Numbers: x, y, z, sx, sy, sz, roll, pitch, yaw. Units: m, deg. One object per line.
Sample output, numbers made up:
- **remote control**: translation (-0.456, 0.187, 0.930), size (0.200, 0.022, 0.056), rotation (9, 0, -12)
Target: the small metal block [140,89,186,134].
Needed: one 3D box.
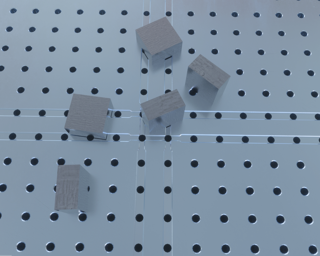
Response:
- **small metal block**: translation (0.004, -0.021, 0.406), size (0.050, 0.050, 0.025), rotation (-23, 72, -9)

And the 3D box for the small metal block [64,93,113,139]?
- **small metal block**: translation (-0.095, -0.015, 0.416), size (0.050, 0.025, 0.050), rotation (8, 70, 2)

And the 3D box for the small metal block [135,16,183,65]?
- **small metal block**: translation (-0.002, -0.130, 0.459), size (0.050, 0.025, 0.050), rotation (-27, 73, -10)

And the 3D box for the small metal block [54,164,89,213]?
- **small metal block**: translation (-0.104, 0.074, 0.370), size (0.025, 0.050, 0.050), rotation (-2, 70, -1)

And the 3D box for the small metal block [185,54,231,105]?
- **small metal block**: translation (0.064, -0.065, 0.423), size (0.050, 0.050, 0.025), rotation (40, 75, 13)
